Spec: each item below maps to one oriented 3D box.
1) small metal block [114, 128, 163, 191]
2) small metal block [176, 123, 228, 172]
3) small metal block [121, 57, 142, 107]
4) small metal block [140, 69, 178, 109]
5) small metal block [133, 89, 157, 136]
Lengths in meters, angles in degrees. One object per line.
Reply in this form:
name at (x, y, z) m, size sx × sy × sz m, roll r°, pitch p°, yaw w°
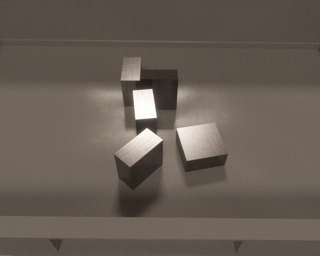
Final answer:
small metal block at (-0.023, 0.036, 0.358) m, size 0.025 × 0.050 × 0.050 m, roll 36°, pitch 59°, yaw 26°
small metal block at (0.051, 0.023, 0.386) m, size 0.050 × 0.025 × 0.050 m, roll -9°, pitch 51°, yaw -8°
small metal block at (-0.039, -0.066, 0.444) m, size 0.025 × 0.050 × 0.050 m, roll 0°, pitch 50°, yaw 0°
small metal block at (-0.002, -0.053, 0.431) m, size 0.050 × 0.050 × 0.025 m, roll 0°, pitch 41°, yaw -1°
small metal block at (-0.019, -0.014, 0.401) m, size 0.025 × 0.050 × 0.050 m, roll -5°, pitch 50°, yaw -5°
